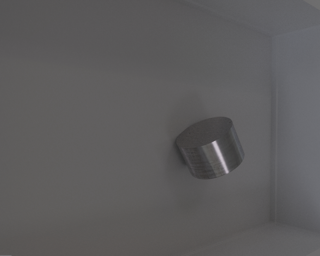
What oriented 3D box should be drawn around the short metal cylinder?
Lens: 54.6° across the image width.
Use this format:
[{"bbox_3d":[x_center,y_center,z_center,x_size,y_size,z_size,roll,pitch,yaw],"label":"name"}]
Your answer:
[{"bbox_3d":[0.069,0.026,0.428,0.080,0.080,0.050,-39,114,-33],"label":"short metal cylinder"}]
